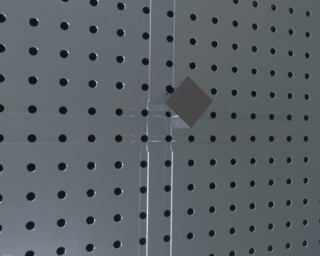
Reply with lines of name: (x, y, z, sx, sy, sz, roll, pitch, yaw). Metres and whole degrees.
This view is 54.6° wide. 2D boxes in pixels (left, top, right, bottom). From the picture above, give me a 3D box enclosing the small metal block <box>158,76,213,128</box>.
small metal block: (0.035, -0.035, 0.425, 0.050, 0.025, 0.050, 43, 77, -15)
